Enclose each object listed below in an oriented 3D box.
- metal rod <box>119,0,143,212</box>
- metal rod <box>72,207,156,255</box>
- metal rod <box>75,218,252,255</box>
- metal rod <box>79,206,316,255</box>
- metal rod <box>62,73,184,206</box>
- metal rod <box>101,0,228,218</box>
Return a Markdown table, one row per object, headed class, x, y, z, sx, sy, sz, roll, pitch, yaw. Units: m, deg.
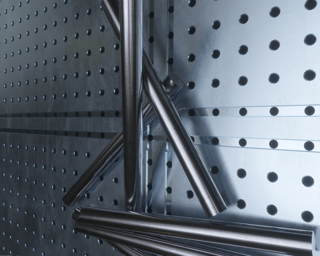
| class | x | y | z | sx | sy | sz | roll | pitch | yaw |
| --- | --- | --- | --- | --- | --- | --- | --- | --- | --- |
| metal rod | -0.034 | -0.006 | 0.388 | 0.025 | 0.025 | 0.298 | 19 | 118 | 38 |
| metal rod | -0.025 | 0.178 | 0.431 | 0.300 | 0.025 | 0.025 | 16 | 100 | 39 |
| metal rod | 0.002 | 0.148 | 0.392 | 0.300 | 0.025 | 0.025 | 0 | 90 | 35 |
| metal rod | 0.018 | 0.118 | 0.371 | 0.300 | 0.025 | 0.025 | -4 | 88 | 32 |
| metal rod | -0.069 | 0.032 | 0.467 | 0.299 | 0.025 | 0.025 | -46 | 63 | 30 |
| metal rod | -0.001 | -0.036 | 0.379 | 0.025 | 0.025 | 0.299 | -35 | 75 | 35 |
